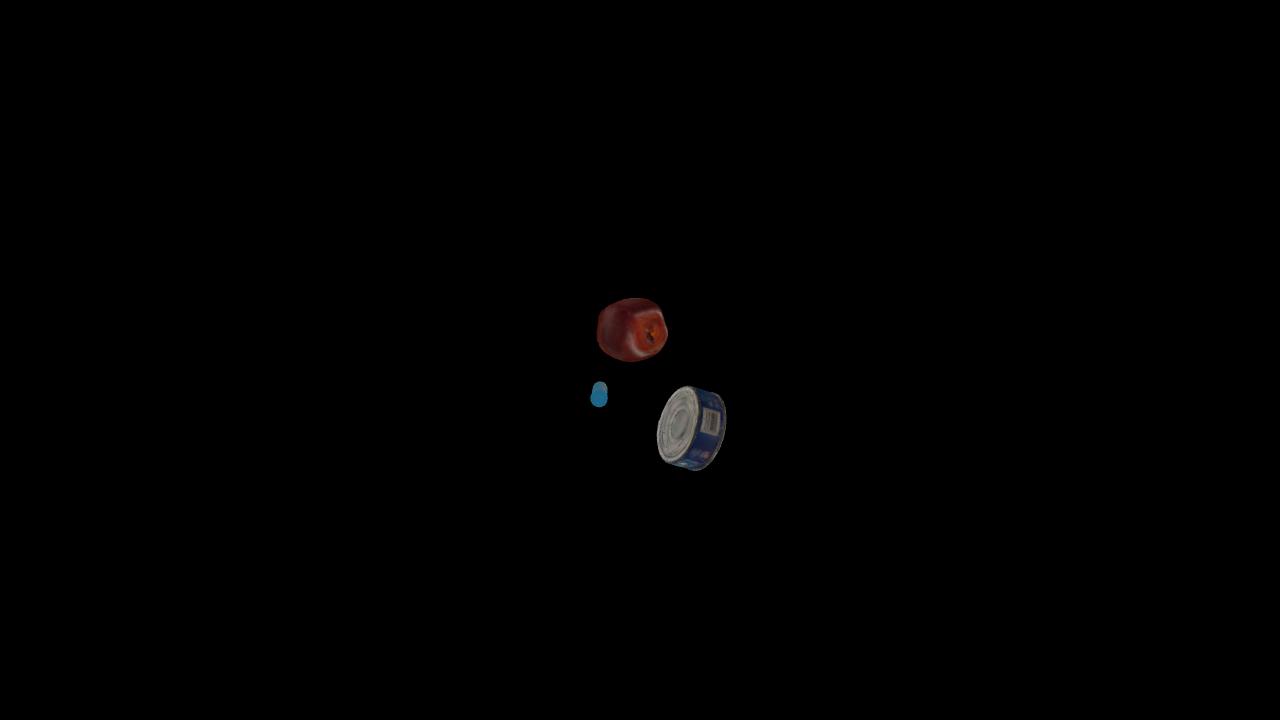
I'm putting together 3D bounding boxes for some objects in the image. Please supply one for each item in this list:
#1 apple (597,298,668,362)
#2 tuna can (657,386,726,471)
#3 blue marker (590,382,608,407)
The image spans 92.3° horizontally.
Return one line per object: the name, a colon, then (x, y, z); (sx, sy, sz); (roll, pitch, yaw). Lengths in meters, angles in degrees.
apple: (-0.011, -0.034, 0.714); (0.079, 0.079, 0.093); (0, 12, -37)
tuna can: (0.051, 0.070, 0.633); (0.034, 0.084, 0.084); (18, -7, -24)
blue marker: (-0.047, 0.039, 0.715); (0.020, 0.020, 0.121); (0, 2, -3)
